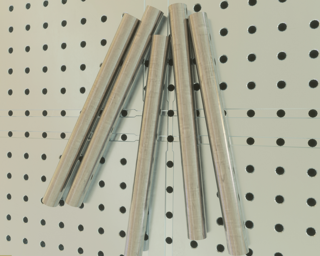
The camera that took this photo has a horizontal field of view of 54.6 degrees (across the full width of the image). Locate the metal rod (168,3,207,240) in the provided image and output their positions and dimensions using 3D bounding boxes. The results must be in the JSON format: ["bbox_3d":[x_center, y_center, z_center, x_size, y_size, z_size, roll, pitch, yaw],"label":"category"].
[{"bbox_3d":[0.035,-0.009,0.400,0.025,0.025,0.298,-5,88,20],"label":"metal rod"}]

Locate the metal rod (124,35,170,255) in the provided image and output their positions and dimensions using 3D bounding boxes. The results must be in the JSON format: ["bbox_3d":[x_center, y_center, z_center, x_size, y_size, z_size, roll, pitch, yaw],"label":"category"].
[{"bbox_3d":[-0.017,0.027,0.419,0.025,0.025,0.298,9,93,20],"label":"metal rod"}]

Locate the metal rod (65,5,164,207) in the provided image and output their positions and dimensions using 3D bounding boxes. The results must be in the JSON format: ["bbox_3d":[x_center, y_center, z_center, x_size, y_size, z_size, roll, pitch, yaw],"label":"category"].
[{"bbox_3d":[-0.067,-0.024,0.437,0.025,0.025,0.299,27,99,18],"label":"metal rod"}]

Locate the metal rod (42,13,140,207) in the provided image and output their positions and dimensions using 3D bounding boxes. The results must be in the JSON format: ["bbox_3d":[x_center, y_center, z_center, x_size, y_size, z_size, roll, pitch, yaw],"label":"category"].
[{"bbox_3d":[-0.102,-0.019,0.448,0.025,0.025,0.299,29,99,17],"label":"metal rod"}]

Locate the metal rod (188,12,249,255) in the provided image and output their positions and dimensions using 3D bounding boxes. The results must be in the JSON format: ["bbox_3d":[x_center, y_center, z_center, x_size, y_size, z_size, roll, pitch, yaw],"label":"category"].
[{"bbox_3d":[0.072,0.004,0.387,0.025,0.025,0.299,-11,86,20],"label":"metal rod"}]
